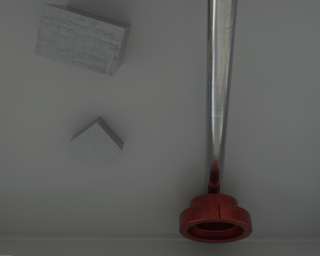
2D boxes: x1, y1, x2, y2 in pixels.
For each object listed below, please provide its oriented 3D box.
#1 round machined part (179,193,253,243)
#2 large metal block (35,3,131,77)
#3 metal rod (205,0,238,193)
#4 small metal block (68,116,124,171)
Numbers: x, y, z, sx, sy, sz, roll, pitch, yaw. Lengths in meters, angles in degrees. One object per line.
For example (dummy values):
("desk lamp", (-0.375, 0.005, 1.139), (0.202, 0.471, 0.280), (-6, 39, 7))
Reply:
("round machined part", (0.076, 0.125, 0.434), (0.099, 0.042, 0.097), (2, 143, 2))
("large metal block", (-0.080, -0.100, 0.344), (0.080, 0.080, 0.050), (15, 109, -6))
("metal rod", (0.064, -0.013, 0.347), (0.025, 0.025, 0.298), (-6, 133, 2))
("small metal block", (-0.085, 0.021, 0.418), (0.050, 0.025, 0.050), (-35, 107, 11))
